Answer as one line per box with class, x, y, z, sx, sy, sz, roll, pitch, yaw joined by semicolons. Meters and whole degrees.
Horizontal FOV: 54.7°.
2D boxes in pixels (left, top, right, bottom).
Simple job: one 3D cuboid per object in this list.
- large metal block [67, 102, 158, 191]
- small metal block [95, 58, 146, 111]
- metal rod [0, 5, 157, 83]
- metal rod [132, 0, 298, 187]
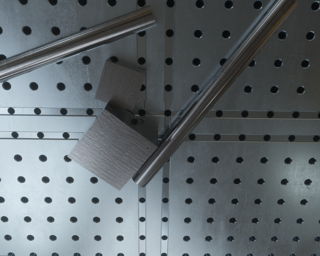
large metal block;-0.059;0.021;0.407;0.080;0.050;0.080;37;106;-13
small metal block;-0.050;-0.055;0.392;0.050;0.025;0.050;18;109;-7
metal rod;-0.150;-0.085;0.379;0.301;0.025;0.025;-18;109;6
metal rod;0.061;-0.037;0.400;0.025;0.025;0.299;35;106;-13
